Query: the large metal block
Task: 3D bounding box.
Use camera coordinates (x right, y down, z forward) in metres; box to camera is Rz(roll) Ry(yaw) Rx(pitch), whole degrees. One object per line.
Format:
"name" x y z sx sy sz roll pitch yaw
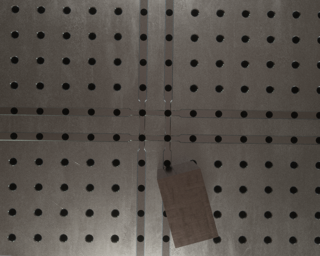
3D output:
"large metal block" 0.031 0.090 0.386 0.050 0.080 0.080 -15 90 0
